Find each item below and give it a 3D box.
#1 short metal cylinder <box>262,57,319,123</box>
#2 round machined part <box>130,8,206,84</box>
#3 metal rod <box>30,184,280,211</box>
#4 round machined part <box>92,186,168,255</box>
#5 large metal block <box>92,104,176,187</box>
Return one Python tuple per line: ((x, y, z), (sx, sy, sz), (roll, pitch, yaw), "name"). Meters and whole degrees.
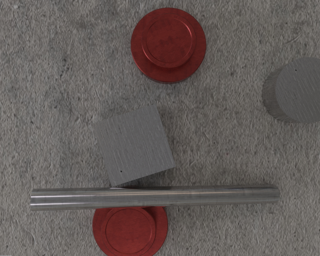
((0.180, -0.046, 0.399), (0.081, 0.050, 0.080), (0, 90, 0), "short metal cylinder")
((0.011, -0.108, 0.402), (0.099, 0.042, 0.097), (0, 90, 0), "round machined part")
((0.004, 0.084, 0.381), (0.302, 0.025, 0.025), (1, 90, -12), "metal rod")
((-0.039, 0.127, 0.401), (0.099, 0.042, 0.097), (0, 90, 0), "round machined part")
((-0.031, 0.021, 0.397), (0.080, 0.050, 0.080), (-18, 90, 0), "large metal block")
